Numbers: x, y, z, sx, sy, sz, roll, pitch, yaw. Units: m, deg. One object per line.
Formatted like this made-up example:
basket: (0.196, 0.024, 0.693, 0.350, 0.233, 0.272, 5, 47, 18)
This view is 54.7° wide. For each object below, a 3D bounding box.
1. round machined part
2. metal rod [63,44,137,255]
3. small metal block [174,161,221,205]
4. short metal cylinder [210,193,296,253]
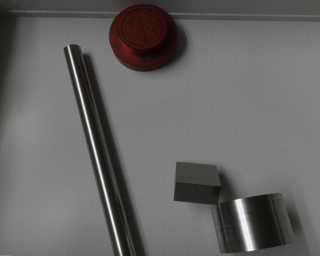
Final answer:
round machined part: (-0.024, -0.134, 0.442, 0.099, 0.042, 0.098, 0, 79, 0)
metal rod: (-0.082, 0.020, 0.401, 0.025, 0.025, 0.299, -16, 71, -6)
small metal block: (0.043, 0.065, 0.371, 0.050, 0.050, 0.025, 5, 111, 2)
short metal cylinder: (0.101, 0.105, 0.343, 0.081, 0.080, 0.050, -9, 71, -4)
